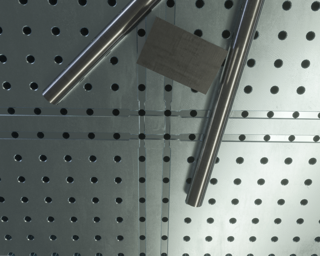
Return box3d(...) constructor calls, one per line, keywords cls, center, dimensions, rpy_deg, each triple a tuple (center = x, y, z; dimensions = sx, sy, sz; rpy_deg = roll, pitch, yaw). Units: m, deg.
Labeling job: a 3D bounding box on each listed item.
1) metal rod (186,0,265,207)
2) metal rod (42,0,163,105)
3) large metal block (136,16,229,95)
box3d(cls="metal rod", center=(0.081, -0.028, 0.404), dimensions=(0.025, 0.025, 0.298), rpy_deg=(11, 110, -5))
box3d(cls="metal rod", center=(-0.030, -0.135, 0.363), dimensions=(0.300, 0.025, 0.025), rpy_deg=(-41, 106, 13))
box3d(cls="large metal block", center=(0.022, -0.086, 0.353), dimensions=(0.080, 0.080, 0.050), rpy_deg=(23, 108, -9))
